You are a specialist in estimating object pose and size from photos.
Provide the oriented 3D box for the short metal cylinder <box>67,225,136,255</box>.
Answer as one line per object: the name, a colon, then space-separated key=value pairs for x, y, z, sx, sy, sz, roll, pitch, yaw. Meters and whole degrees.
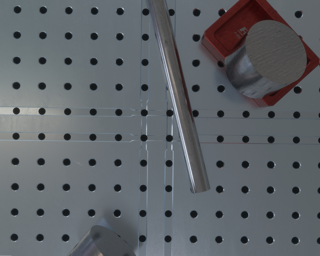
short metal cylinder: x=-0.071 y=0.169 z=0.385 sx=0.080 sy=0.080 sz=0.050 roll=41 pitch=90 yaw=0

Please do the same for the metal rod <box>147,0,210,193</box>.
metal rod: x=0.021 y=-0.062 z=0.413 sx=0.025 sy=0.025 sz=0.298 roll=-13 pitch=90 yaw=0

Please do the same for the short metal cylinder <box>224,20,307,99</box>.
short metal cylinder: x=0.126 y=-0.082 z=0.376 sx=0.081 sy=0.050 sz=0.080 roll=4 pitch=75 yaw=-15

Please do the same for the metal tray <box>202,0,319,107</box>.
metal tray: x=0.131 y=-0.103 z=0.411 sx=0.090 sy=0.030 sz=0.130 roll=-42 pitch=90 yaw=0
